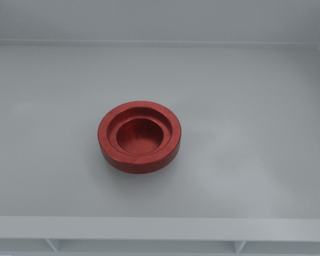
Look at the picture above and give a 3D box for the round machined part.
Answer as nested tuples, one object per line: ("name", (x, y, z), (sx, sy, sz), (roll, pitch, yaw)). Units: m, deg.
("round machined part", (-0.024, 0.015, 0.381), (0.099, 0.042, 0.098), (0, 50, 0))
